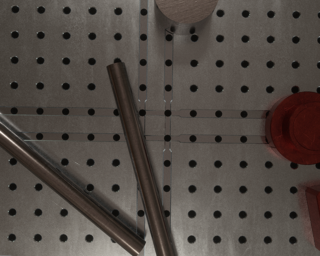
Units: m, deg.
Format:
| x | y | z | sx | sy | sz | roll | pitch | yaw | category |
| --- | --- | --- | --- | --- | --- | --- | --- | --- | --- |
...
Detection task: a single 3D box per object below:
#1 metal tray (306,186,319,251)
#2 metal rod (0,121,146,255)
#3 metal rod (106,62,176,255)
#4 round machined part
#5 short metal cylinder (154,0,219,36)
| x | y | z | sx | sy | sz | roll | pitch | yaw | category |
| --- | --- | --- | --- | --- | --- | --- | --- | --- | --- |
| 0.273 | 0.115 | 0.415 | 0.131 | 0.030 | 0.089 | -10 | 90 | -1 | metal tray |
| -0.142 | 0.066 | 0.411 | 0.300 | 0.025 | 0.025 | 40 | 90 | -1 | metal rod |
| -0.021 | 0.061 | 0.413 | 0.025 | 0.025 | 0.298 | -15 | 90 | 0 | metal rod |
| 0.194 | 0.000 | 0.408 | 0.099 | 0.042 | 0.097 | 0 | 90 | -1 | round machined part |
| 0.033 | -0.167 | 0.401 | 0.081 | 0.050 | 0.079 | 0 | 90 | -1 | short metal cylinder |
